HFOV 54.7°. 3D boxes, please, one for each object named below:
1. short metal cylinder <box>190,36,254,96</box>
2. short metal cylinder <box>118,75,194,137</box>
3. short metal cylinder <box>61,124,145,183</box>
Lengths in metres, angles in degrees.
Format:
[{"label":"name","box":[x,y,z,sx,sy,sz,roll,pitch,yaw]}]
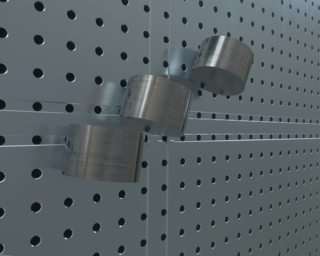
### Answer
[{"label":"short metal cylinder","box":[0.090,-0.089,0.451,0.080,0.080,0.050,32,70,-36]},{"label":"short metal cylinder","box":[-0.005,-0.024,0.371,0.080,0.080,0.050,23,76,-38]},{"label":"short metal cylinder","box":[-0.059,0.027,0.326,0.081,0.080,0.050,12,83,-40]}]
